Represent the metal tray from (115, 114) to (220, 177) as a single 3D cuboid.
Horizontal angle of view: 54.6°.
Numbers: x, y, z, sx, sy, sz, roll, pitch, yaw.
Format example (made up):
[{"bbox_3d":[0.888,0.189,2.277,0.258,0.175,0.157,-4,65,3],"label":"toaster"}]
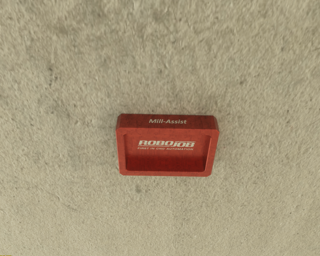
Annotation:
[{"bbox_3d":[0.009,0.026,0.425,0.131,0.030,0.089,1,130,-1],"label":"metal tray"}]
